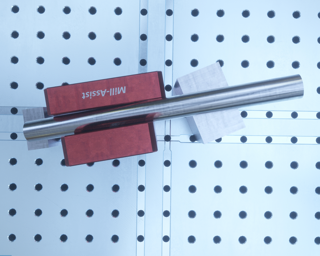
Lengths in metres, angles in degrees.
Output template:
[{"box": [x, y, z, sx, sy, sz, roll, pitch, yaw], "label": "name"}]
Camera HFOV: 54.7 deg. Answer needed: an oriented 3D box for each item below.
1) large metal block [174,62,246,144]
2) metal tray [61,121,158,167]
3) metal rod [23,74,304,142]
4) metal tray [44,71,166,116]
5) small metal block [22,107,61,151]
[{"box": [0.057, -0.028, 0.386, 0.050, 0.080, 0.080, -23, 90, 0], "label": "large metal block"}, {"box": [-0.050, 0.015, 0.360, 0.091, 0.130, 0.030, -9, 91, -1], "label": "metal tray"}, {"box": [-0.005, -0.019, 0.338, 0.301, 0.025, 0.025, -9, 90, 9], "label": "metal rod"}, {"box": [-0.061, -0.039, 0.379, 0.131, 0.090, 0.030, -9, 91, -1], "label": "metal tray"}, {"box": [-0.150, 0.001, 0.399, 0.025, 0.050, 0.050, -8, 90, 0], "label": "small metal block"}]
